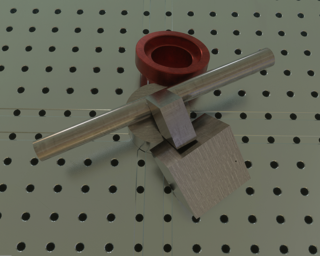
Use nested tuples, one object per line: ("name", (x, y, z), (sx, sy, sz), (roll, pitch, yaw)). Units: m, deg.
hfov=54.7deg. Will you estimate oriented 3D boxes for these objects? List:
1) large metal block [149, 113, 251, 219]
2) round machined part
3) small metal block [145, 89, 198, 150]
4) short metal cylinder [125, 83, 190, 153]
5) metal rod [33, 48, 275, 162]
("large metal block", (0.047, 0.042, 0.359), (0.080, 0.050, 0.080), (-34, 118, -11))
("round machined part", (0.015, -0.088, 0.423), (0.099, 0.042, 0.098), (4, 47, -4))
("small metal block", (0.012, -0.011, 0.338), (0.025, 0.050, 0.050), (-28, 115, -10))
("short metal cylinder", (-0.003, -0.011, 0.402), (0.081, 0.050, 0.080), (0, 70, 0))
("metal rod", (0.001, -0.032, 0.370), (0.302, 0.025, 0.025), (-23, 72, -9))
